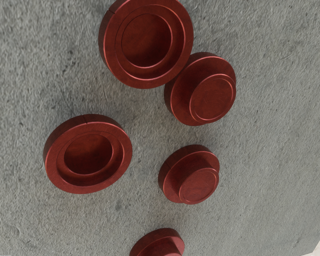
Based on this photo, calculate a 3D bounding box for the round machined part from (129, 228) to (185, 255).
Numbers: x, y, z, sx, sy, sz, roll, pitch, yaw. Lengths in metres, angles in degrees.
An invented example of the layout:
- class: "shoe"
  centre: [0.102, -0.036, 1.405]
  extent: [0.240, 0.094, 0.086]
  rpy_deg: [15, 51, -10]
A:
- class: "round machined part"
  centre: [0.000, 0.224, 0.534]
  extent: [0.099, 0.042, 0.097]
  rpy_deg: [-14, 124, -21]

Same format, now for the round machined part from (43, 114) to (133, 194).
- class: "round machined part"
  centre: [-0.086, 0.026, 0.365]
  extent: [0.099, 0.042, 0.097]
  rpy_deg: [-14, 124, -21]

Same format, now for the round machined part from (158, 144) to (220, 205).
- class: "round machined part"
  centre: [0.050, 0.077, 0.470]
  extent: [0.099, 0.042, 0.097]
  rpy_deg: [-14, 124, -21]

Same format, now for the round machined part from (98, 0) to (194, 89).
- class: "round machined part"
  centre: [-0.017, -0.094, 0.328]
  extent: [0.099, 0.042, 0.097]
  rpy_deg: [-14, 124, -21]

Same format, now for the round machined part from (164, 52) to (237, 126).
- class: "round machined part"
  centre: [0.058, -0.044, 0.400]
  extent: [0.099, 0.042, 0.097]
  rpy_deg: [-14, 124, -21]
